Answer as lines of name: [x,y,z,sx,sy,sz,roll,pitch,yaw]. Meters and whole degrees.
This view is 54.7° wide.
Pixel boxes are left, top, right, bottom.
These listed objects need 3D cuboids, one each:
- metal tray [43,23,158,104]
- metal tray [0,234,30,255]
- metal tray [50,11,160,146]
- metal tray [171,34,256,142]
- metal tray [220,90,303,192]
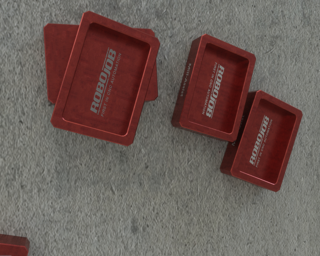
metal tray: [-0.071,-0.076,0.380,0.131,0.030,0.089,-4,91,-20]
metal tray: [-0.218,0.156,0.326,0.131,0.030,0.090,16,85,-20]
metal tray: [-0.061,-0.053,0.351,0.091,0.030,0.129,17,84,-19]
metal tray: [0.076,-0.053,0.434,0.091,0.030,0.129,17,84,-19]
metal tray: [0.152,0.020,0.462,0.091,0.030,0.130,22,83,-19]
